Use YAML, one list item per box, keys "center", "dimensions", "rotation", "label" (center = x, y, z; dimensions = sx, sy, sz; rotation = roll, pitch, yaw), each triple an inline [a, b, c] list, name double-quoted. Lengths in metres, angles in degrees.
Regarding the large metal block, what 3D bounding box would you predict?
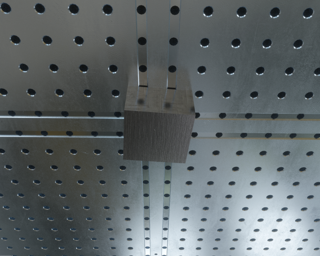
- center: [-0.003, -0.003, 0.392]
  dimensions: [0.080, 0.050, 0.080]
  rotation: [4, 130, -4]
  label: "large metal block"
